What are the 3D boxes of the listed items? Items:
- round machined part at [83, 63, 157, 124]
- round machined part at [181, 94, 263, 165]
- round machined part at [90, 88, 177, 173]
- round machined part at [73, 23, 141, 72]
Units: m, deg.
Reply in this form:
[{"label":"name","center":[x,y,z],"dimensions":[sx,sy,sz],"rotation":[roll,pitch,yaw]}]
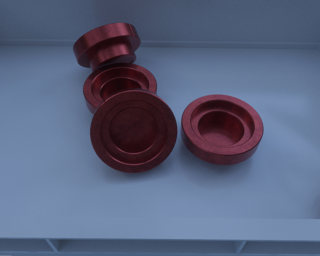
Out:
[{"label":"round machined part","center":[-0.053,-0.044,0.430],"dimensions":[0.099,0.042,0.098],"rotation":[0,50,0]},{"label":"round machined part","center":[0.075,0.006,0.390],"dimensions":[0.099,0.042,0.098],"rotation":[0,50,0]},{"label":"round machined part","center":[-0.032,0.001,0.369],"dimensions":[0.099,0.097,0.042],"rotation":[-8,15,-7]},{"label":"round machined part","center":[-0.074,-0.111,0.460],"dimensions":[0.099,0.098,0.042],"rotation":[-20,85,-16]}]
